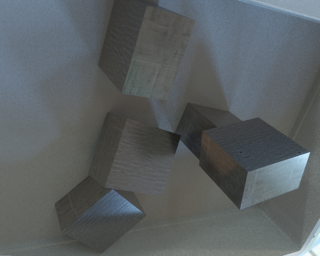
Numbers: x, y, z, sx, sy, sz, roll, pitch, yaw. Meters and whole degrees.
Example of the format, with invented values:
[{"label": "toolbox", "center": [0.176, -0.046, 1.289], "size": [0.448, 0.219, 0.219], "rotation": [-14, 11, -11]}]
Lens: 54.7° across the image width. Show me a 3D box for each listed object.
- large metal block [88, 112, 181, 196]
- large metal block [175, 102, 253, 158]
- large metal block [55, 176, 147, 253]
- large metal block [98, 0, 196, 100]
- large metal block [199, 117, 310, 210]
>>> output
[{"label": "large metal block", "center": [-0.031, 0.033, 0.382], "size": [0.081, 0.050, 0.080], "rotation": [18, 90, -36]}, {"label": "large metal block", "center": [0.080, 0.011, 0.425], "size": [0.081, 0.080, 0.050], "rotation": [9, 114, -33]}, {"label": "large metal block", "center": [-0.079, 0.111, 0.419], "size": [0.080, 0.050, 0.080], "rotation": [-40, 130, -1]}, {"label": "large metal block", "center": [-0.018, -0.083, 0.313], "size": [0.050, 0.080, 0.079], "rotation": [5, 116, -31]}, {"label": "large metal block", "center": [0.101, 0.035, 0.349], "size": [0.081, 0.080, 0.050], "rotation": [-13, 124, -22]}]
